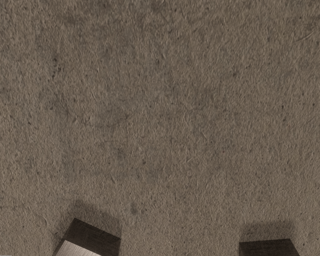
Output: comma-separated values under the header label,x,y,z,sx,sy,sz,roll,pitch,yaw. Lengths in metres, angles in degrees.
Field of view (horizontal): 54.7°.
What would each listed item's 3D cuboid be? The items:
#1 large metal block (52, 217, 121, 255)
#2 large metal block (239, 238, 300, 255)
label,x,y,z,sx,sy,sz,roll,pitch,yaw
large metal block,-0.116,0.196,0.467,0.080,0.050,0.080,29,107,-11
large metal block,0.169,0.224,0.482,0.080,0.050,0.079,-5,110,1
